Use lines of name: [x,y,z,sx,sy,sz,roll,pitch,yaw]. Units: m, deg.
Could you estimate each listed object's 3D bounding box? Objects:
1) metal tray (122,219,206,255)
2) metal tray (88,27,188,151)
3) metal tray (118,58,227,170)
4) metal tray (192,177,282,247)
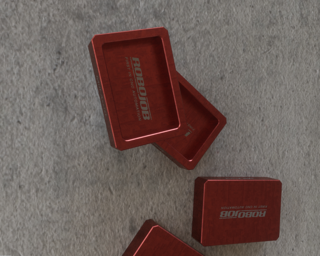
metal tray: [0.012,0.194,0.412,0.130,0.030,0.090,39,77,-16]
metal tray: [-0.025,-0.046,0.365,0.091,0.030,0.129,-14,95,-20]
metal tray: [0.016,-0.017,0.413,0.130,0.030,0.090,41,77,-16]
metal tray: [0.113,0.118,0.450,0.131,0.030,0.089,4,89,-20]
